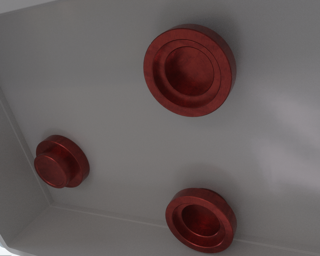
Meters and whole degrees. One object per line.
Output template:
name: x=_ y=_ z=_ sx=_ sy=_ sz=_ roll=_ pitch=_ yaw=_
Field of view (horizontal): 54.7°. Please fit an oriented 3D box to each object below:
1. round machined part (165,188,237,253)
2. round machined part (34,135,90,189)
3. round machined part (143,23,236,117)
round machined part: x=0.061 y=0.125 z=0.440 sx=0.098 sy=0.042 sz=0.097 roll=12 pitch=120 yaw=22
round machined part: x=-0.174 y=0.064 z=0.529 sx=0.098 sy=0.042 sz=0.097 roll=13 pitch=124 yaw=21
round machined part: x=0.035 y=-0.065 z=0.339 sx=0.098 sy=0.042 sz=0.097 roll=13 pitch=124 yaw=21
